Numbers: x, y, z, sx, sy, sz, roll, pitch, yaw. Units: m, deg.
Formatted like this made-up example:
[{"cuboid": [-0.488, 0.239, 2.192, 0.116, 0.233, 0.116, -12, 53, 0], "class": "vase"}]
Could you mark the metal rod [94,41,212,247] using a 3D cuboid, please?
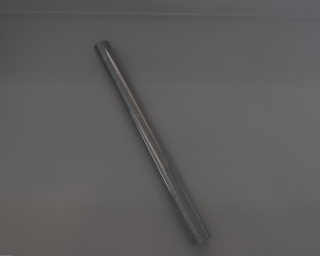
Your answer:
[{"cuboid": [-0.018, 0.007, 0.407, 0.025, 0.025, 0.299, -25, 72, -9], "class": "metal rod"}]
